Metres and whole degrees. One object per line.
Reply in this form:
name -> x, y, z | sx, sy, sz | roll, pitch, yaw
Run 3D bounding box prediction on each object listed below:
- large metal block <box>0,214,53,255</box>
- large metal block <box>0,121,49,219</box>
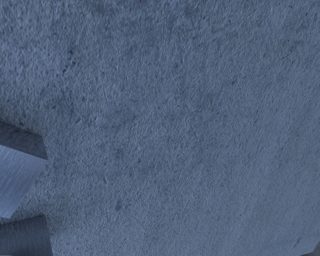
large metal block -> -0.174, 0.160, 0.375 | 0.081, 0.080, 0.050 | -8, 122, -25
large metal block -> -0.176, 0.038, 0.318 | 0.080, 0.050, 0.080 | 28, 103, -38
